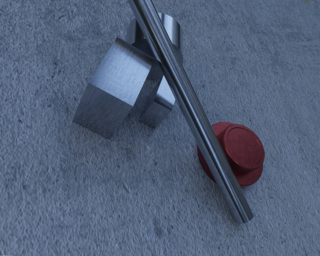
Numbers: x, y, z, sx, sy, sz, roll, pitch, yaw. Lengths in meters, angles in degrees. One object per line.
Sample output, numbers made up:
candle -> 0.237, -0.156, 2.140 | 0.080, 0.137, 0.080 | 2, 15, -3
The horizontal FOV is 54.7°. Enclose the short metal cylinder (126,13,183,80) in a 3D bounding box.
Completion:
short metal cylinder -> -0.008, -0.113, 0.435 | 0.081, 0.080, 0.050 | 15, 56, -21

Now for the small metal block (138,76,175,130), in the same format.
small metal block -> -0.001, -0.034, 0.410 | 0.025, 0.050, 0.050 | 28, 52, -12

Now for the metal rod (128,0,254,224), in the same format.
metal rod -> 0.041, -0.017, 0.374 | 0.025, 0.025, 0.299 | -34, 101, -38

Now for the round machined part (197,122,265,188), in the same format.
round machined part -> 0.105, 0.033, 0.431 | 0.099, 0.042, 0.098 | 14, 56, -21

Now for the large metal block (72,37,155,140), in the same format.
large metal block -> -0.055, -0.045, 0.367 | 0.050, 0.080, 0.080 | 28, 52, -11
